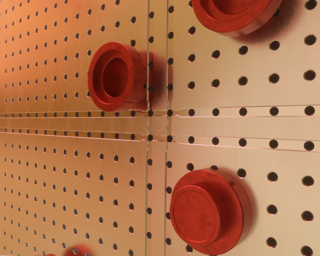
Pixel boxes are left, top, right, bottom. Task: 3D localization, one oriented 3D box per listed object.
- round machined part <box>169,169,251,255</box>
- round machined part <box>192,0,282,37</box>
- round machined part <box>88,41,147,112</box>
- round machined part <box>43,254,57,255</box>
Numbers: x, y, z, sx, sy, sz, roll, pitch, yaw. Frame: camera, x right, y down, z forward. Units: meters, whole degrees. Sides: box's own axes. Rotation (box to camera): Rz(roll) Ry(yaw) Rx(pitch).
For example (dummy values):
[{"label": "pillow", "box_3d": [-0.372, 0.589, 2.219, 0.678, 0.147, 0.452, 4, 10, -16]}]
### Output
[{"label": "round machined part", "box_3d": [0.050, 0.097, 0.358, 0.098, 0.042, 0.097, 0, 90, 40]}, {"label": "round machined part", "box_3d": [0.086, -0.146, 0.328, 0.098, 0.042, 0.097, 0, 90, 40]}, {"label": "round machined part", "box_3d": [-0.057, -0.071, 0.447, 0.098, 0.042, 0.097, 0, 90, 40]}, {"label": "round machined part", "box_3d": [-0.187, 0.275, 0.555, 0.098, 0.042, 0.097, 0, 90, 40]}]
